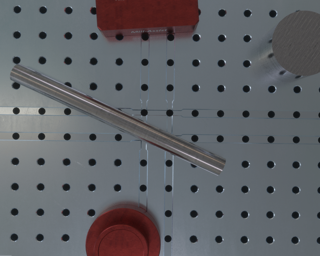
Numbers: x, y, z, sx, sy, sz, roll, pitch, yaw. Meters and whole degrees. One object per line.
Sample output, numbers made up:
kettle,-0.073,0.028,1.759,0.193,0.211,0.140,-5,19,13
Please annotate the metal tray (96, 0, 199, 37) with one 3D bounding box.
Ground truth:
metal tray,-0.018,-0.173,0.410,0.131,0.030,0.089,-4,90,0

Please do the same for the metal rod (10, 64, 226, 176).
metal rod,-0.055,-0.011,0.412,0.301,0.025,0.025,25,90,0

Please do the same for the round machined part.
round machined part,-0.048,0.154,0.404,0.099,0.042,0.097,0,90,0

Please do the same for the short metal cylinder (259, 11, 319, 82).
short metal cylinder,0.177,-0.103,0.402,0.081,0.050,0.079,0,90,0
